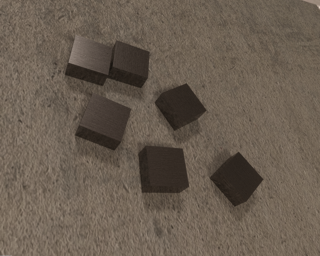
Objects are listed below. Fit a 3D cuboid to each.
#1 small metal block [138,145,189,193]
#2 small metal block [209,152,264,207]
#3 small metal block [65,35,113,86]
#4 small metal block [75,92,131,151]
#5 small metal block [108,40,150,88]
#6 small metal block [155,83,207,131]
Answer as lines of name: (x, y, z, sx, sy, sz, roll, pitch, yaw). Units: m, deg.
small metal block: (0.004, 0.051, 0.376, 0.050, 0.025, 0.050, 7, 59, -25)
small metal block: (0.104, 0.069, 0.420, 0.050, 0.025, 0.050, 49, 51, 6)
small metal block: (-0.093, -0.089, 0.409, 0.050, 0.025, 0.050, 15, 55, -20)
small metal block: (-0.068, -0.008, 0.373, 0.050, 0.025, 0.050, 23, 53, -15)
small metal block: (-0.044, -0.090, 0.436, 0.050, 0.025, 0.050, 15, 56, -20)
small metal block: (0.030, -0.030, 0.440, 0.050, 0.025, 0.050, -26, 76, -37)
